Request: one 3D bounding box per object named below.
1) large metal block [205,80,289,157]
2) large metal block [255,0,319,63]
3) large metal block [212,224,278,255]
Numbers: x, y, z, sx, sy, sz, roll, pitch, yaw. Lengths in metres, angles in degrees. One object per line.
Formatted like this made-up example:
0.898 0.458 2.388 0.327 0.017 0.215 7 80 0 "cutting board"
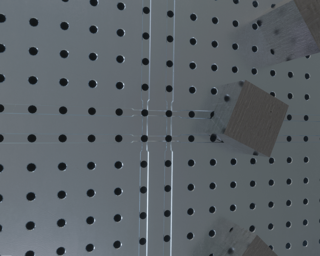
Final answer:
0.125 -0.012 0.445 0.080 0.050 0.080 26 82 -18 "large metal block"
0.202 -0.150 0.457 0.050 0.080 0.080 -38 102 -16 "large metal block"
0.124 0.201 0.445 0.080 0.050 0.080 46 76 -14 "large metal block"
